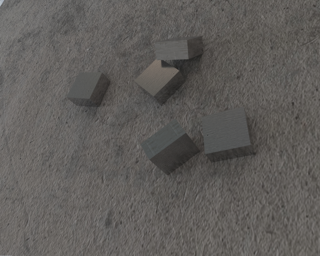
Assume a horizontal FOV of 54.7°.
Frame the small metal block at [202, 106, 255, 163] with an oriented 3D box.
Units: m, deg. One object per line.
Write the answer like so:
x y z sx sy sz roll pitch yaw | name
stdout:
0.078 0.008 0.358 0.050 0.025 0.050 -14 56 20 | small metal block

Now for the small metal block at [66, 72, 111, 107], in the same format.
-0.116 -0.063 0.503 0.050 0.025 0.050 6 65 31 | small metal block

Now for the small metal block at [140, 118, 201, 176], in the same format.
0.013 0.024 0.366 0.050 0.050 0.025 -37 51 4 | small metal block

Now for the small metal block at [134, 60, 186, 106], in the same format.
0.000 -0.067 0.446 0.050 0.025 0.050 -45 51 -4 | small metal block

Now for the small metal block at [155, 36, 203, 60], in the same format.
0.028 -0.114 0.442 0.050 0.025 0.050 5 23 30 | small metal block
